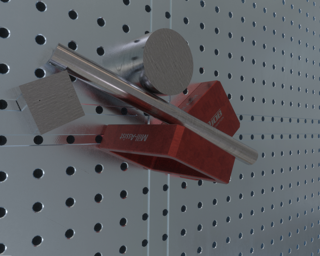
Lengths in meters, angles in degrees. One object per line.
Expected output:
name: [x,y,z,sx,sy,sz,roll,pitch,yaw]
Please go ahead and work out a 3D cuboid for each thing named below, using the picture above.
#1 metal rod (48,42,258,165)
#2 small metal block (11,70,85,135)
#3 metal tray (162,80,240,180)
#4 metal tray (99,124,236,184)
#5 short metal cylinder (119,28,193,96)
metal rod: [0.012,-0.017,0.385,0.302,0.025,0.025,26,73,-26]
small metal block: [-0.112,-0.026,0.315,0.050,0.025,0.050,-30,109,-36]
metal tray: [0.061,0.001,0.457,0.131,0.030,0.090,-46,118,-30]
metal tray: [0.004,0.027,0.345,0.090,0.130,0.030,29,72,-37]
short metal cylinder: [-0.004,-0.079,0.390,0.081,0.050,0.079,0,90,-40]
